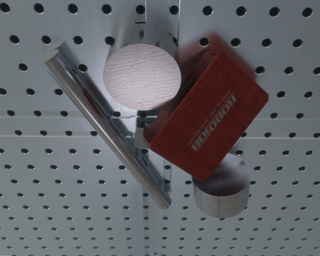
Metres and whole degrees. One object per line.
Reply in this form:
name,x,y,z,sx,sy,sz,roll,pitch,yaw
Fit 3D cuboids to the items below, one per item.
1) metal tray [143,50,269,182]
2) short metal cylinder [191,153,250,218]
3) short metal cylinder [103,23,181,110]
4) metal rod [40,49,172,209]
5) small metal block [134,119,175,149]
metal tray,0.054,-0.012,0.361,0.090,0.030,0.130,35,94,-26
short metal cylinder,0.087,0.081,0.445,0.080,0.080,0.050,-6,130,5
short metal cylinder,-0.018,-0.066,0.339,0.081,0.050,0.079,0,130,0
metal rod,-0.057,0.023,0.429,0.025,0.025,0.299,-20,128,16
small metal block,-0.007,0.009,0.399,0.050,0.050,0.025,7,102,-6
